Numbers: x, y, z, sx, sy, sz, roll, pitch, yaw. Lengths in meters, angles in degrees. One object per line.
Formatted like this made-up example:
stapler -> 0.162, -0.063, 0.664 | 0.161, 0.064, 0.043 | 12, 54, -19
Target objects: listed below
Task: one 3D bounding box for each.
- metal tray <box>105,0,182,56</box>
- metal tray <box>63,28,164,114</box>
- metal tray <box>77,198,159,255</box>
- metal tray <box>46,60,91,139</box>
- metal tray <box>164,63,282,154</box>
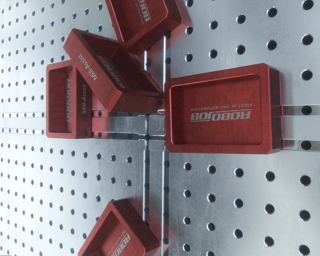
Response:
metal tray -> -0.031, -0.179, 0.429 | 0.090, 0.030, 0.129 | -29, 72, 36
metal tray -> -0.060, -0.075, 0.414 | 0.130, 0.091, 0.030 | 52, 121, 27
metal tray -> -0.066, 0.181, 0.457 | 0.090, 0.030, 0.129 | 46, 117, 30
metal tray -> -0.159, -0.047, 0.533 | 0.090, 0.030, 0.129 | 0, 90, 39
metal tray -> 0.065, -0.017, 0.350 | 0.130, 0.030, 0.089 | -3, 88, 39
